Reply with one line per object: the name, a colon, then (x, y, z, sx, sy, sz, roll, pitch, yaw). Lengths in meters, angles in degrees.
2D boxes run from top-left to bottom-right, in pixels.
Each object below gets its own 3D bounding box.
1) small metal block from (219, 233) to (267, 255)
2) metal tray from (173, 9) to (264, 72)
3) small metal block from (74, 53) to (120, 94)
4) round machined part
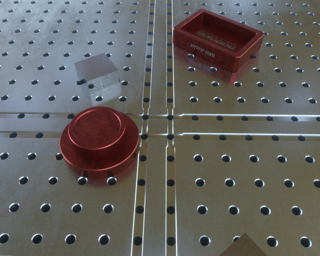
small metal block: (0.079, 0.138, 0.292, 0.050, 0.025, 0.050, -31, 57, -23)
metal tray: (0.099, -0.155, 0.534, 0.130, 0.030, 0.090, 32, 57, 24)
small metal block: (-0.097, -0.085, 0.478, 0.050, 0.025, 0.050, -25, 54, -20)
round machined part: (-0.076, 0.011, 0.387, 0.099, 0.042, 0.098, 0, 50, 0)
